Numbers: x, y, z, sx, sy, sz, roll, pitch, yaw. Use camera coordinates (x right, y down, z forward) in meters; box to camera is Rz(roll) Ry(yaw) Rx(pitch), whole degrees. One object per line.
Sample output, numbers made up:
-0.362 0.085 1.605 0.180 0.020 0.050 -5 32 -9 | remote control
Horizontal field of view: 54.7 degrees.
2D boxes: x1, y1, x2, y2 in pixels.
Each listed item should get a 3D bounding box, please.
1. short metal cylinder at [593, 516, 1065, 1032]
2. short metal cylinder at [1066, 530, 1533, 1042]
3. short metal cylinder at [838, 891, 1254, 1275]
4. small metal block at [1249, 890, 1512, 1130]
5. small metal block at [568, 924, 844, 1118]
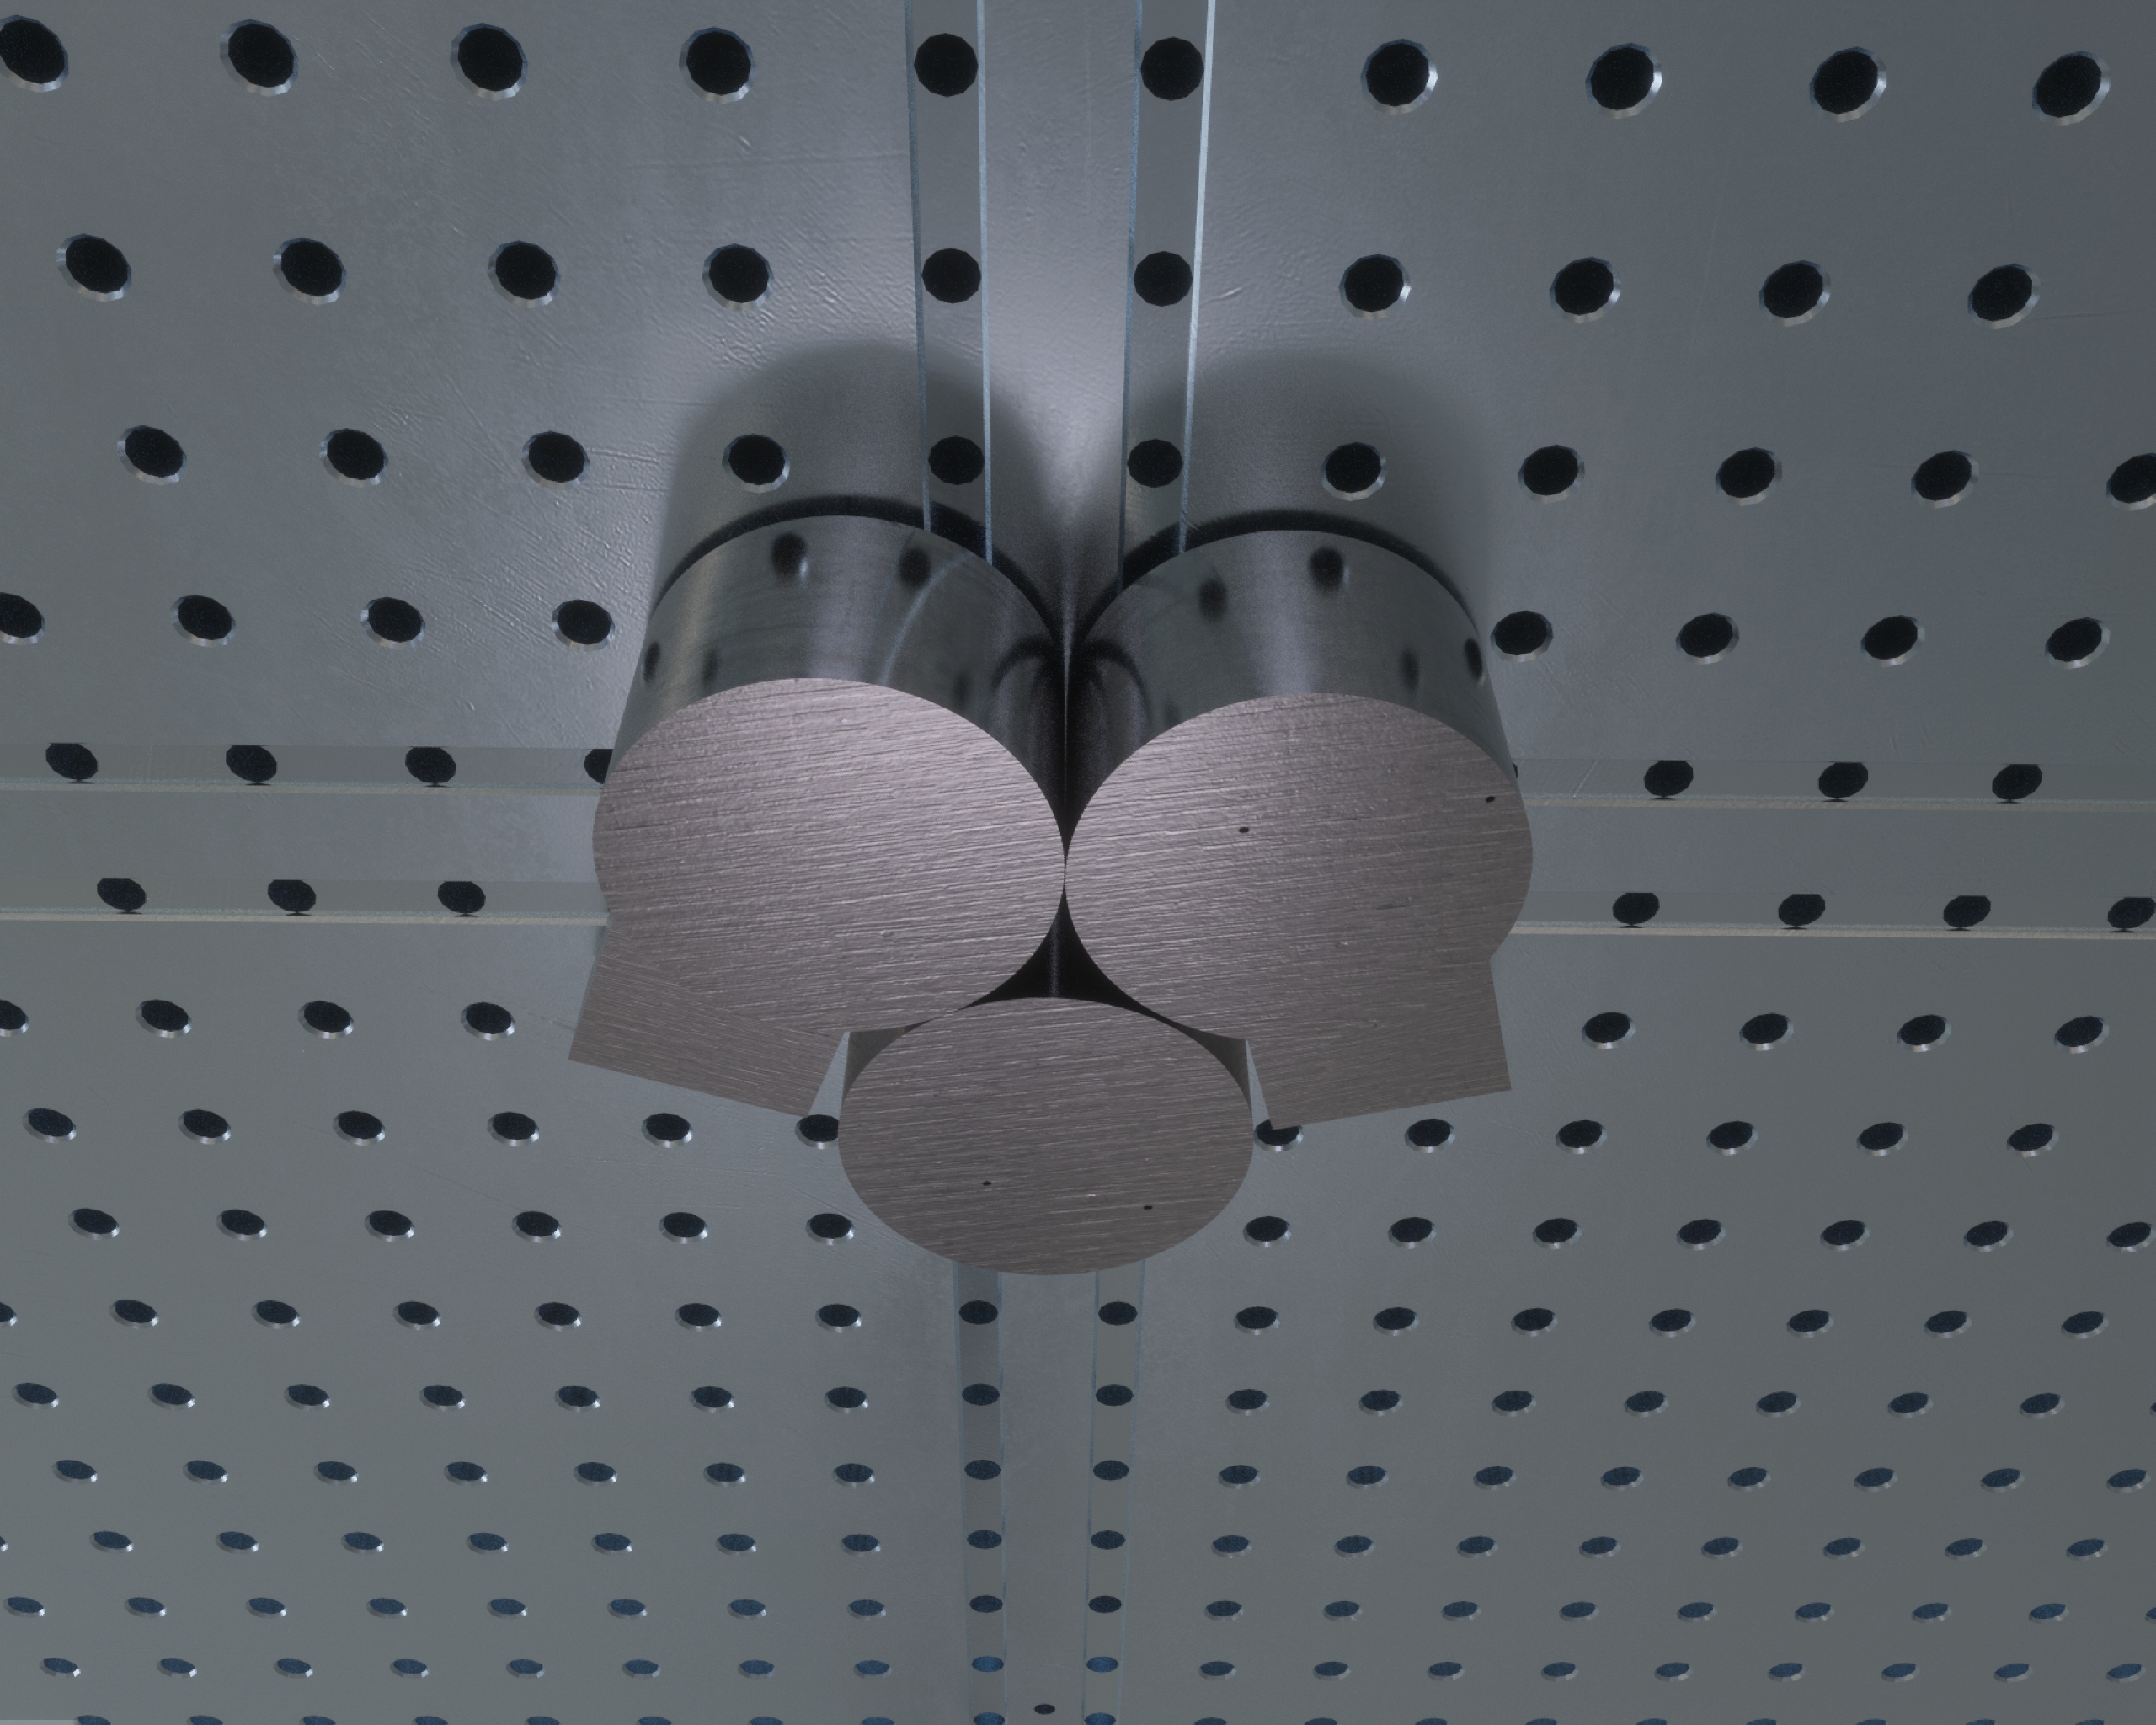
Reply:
-0.043 -0.015 0.377 0.081 0.050 0.079 0 130 0 | short metal cylinder
0.038 -0.013 0.380 0.081 0.050 0.079 0 130 0 | short metal cylinder
-0.006 0.039 0.423 0.081 0.050 0.079 0 130 0 | short metal cylinder
0.059 0.025 0.430 0.050 0.025 0.050 -11 130 9 | small metal block
-0.071 0.021 0.424 0.050 0.025 0.050 16 128 -14 | small metal block
